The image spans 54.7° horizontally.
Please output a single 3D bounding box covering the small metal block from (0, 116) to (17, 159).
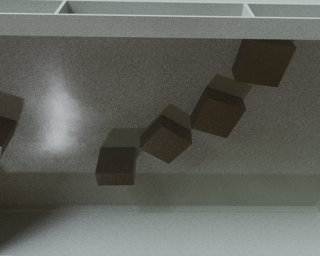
[{"bbox_3d":[-0.221,0.008,0.397,0.050,0.050,0.025,18,128,-15],"label":"small metal block"}]

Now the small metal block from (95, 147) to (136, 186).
[{"bbox_3d":[-0.061,0.053,0.437,0.050,0.050,0.025,-1,130,0],"label":"small metal block"}]

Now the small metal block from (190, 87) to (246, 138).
[{"bbox_3d":[0.072,-0.019,0.394,0.050,0.025,0.050,15,129,-13],"label":"small metal block"}]

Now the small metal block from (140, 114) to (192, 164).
[{"bbox_3d":[0.008,0.016,0.423,0.050,0.025,0.050,30,124,-23],"label":"small metal block"}]

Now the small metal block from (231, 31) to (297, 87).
[{"bbox_3d":[0.114,-0.076,0.345,0.050,0.025,0.050,7,130,-6],"label":"small metal block"}]
